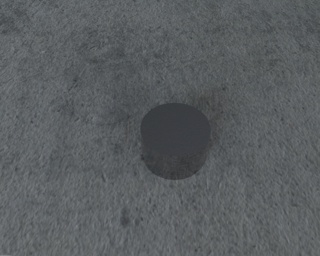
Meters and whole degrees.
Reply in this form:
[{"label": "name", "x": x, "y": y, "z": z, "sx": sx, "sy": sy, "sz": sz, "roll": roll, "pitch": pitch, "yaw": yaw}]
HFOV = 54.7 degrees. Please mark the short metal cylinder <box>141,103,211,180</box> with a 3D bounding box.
[{"label": "short metal cylinder", "x": 0.018, "y": 0.015, "z": 0.374, "sx": 0.081, "sy": 0.050, "sz": 0.080, "roll": 0, "pitch": 50, "yaw": 0}]
